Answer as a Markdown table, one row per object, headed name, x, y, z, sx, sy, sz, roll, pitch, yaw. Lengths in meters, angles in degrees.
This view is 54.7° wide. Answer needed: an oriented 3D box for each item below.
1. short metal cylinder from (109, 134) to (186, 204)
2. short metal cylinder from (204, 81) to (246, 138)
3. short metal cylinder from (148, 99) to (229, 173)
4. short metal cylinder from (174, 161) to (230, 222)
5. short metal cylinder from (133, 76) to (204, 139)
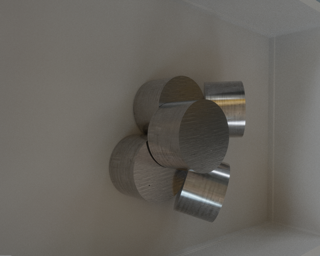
| name | x | y | z | sx | sy | sz | roll | pitch | yaw |
| --- | --- | --- | --- | --- | --- | --- | --- | --- | --- |
| short metal cylinder | -0.014 | 0.048 | 0.379 | 0.081 | 0.050 | 0.079 | 0 | 90 | -40 |
| short metal cylinder | 0.089 | -0.026 | 0.438 | 0.080 | 0.050 | 0.079 | -3 | 92 | -84 |
| short metal cylinder | 0.033 | 0.009 | 0.351 | 0.081 | 0.050 | 0.079 | 0 | 90 | -40 |
| short metal cylinder | 0.054 | 0.077 | 0.408 | 0.050 | 0.080 | 0.080 | 18 | 75 | 3 |
| short metal cylinder | 0.013 | -0.025 | 0.401 | 0.081 | 0.050 | 0.079 | 0 | 90 | -40 |
